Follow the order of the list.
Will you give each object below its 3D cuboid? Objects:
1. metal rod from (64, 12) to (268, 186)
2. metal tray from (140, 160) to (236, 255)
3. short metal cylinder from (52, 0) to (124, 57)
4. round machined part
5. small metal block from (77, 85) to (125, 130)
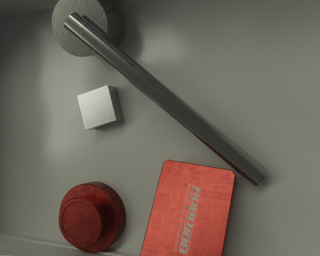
[{"bbox_3d":[0.005,-0.037,0.376,0.300,0.025,0.025,40,103,3],"label":"metal rod"},{"bbox_3d":[0.036,0.109,0.369,0.090,0.030,0.130,8,69,19],"label":"metal tray"},{"bbox_3d":[-0.096,-0.139,0.419,0.080,0.050,0.079,5,107,16],"label":"short metal cylinder"},{"bbox_3d":[-0.101,0.127,0.436,0.098,0.042,0.097,0,90,19],"label":"round machined part"},{"bbox_3d":[-0.084,-0.028,0.439,0.050,0.025,0.050,-16,85,19],"label":"small metal block"}]
